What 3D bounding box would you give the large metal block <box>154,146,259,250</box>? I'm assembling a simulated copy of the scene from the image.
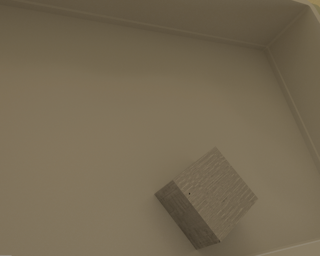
[{"bbox_3d":[0.055,0.082,0.369,0.081,0.050,0.080,-32,79,-38],"label":"large metal block"}]
